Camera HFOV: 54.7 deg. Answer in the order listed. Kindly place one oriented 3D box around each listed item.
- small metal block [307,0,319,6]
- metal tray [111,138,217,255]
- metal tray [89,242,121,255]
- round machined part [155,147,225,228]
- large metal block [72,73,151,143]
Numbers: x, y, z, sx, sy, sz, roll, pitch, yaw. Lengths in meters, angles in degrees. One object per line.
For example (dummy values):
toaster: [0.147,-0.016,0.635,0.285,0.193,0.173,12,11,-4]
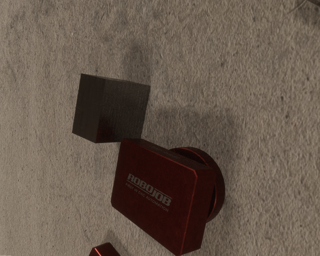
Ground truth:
small metal block: [0.154,-0.137,0.277,0.050,0.025,0.050,46,117,29]
metal tray: [-0.003,0.070,0.352,0.130,0.030,0.089,19,102,47]
metal tray: [-0.066,0.248,0.454,0.130,0.030,0.089,38,113,33]
round machined part: [0.024,0.072,0.372,0.098,0.042,0.097,0,90,39]
large metal block: [-0.065,-0.026,0.420,0.050,0.081,0.079,19,102,38]
